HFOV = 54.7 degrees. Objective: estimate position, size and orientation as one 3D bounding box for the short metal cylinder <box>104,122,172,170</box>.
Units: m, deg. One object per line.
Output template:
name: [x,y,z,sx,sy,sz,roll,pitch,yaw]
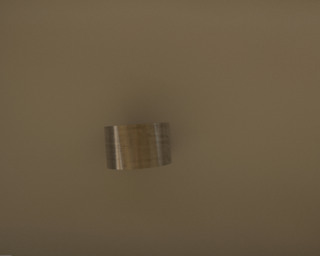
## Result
short metal cylinder: [-0.027,0.021,0.384,0.081,0.080,0.050,-4,90,-1]
